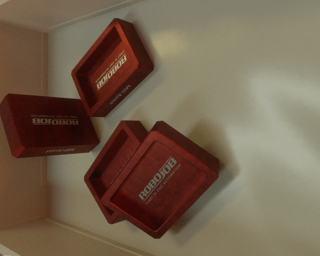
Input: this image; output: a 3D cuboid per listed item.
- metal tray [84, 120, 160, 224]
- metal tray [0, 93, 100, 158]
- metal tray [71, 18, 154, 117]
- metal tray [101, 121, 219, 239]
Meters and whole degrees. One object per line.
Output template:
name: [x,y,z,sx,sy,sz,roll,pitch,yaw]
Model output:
metal tray: [-0.052,0.063,0.446,0.090,0.030,0.129,52,120,27]
metal tray: [-0.166,-0.004,0.476,0.030,0.131,0.090,-40,66,33]
metal tray: [-0.077,-0.086,0.466,0.130,0.030,0.090,-39,66,33]
metal tray: [-0.002,0.066,0.375,0.090,0.030,0.129,35,116,-3]
